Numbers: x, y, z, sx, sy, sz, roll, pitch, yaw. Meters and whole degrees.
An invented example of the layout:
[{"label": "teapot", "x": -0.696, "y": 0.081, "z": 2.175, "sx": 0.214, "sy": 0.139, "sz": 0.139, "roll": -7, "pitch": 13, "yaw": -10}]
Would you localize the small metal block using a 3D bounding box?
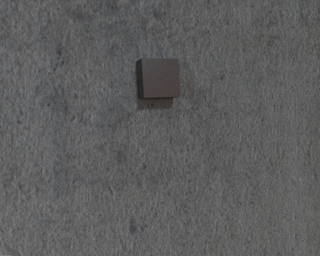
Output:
[{"label": "small metal block", "x": -0.002, "y": -0.065, "z": 0.409, "sx": 0.050, "sy": 0.025, "sz": 0.050, "roll": -4, "pitch": 92, "yaw": -20}]
